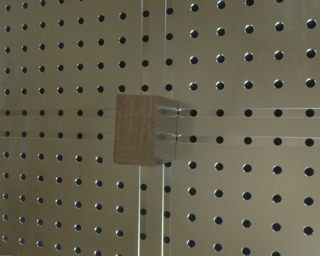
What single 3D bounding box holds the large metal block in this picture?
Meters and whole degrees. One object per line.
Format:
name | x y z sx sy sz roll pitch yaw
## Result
large metal block | -0.015 0.002 0.387 0.050 0.080 0.079 4 91 20
